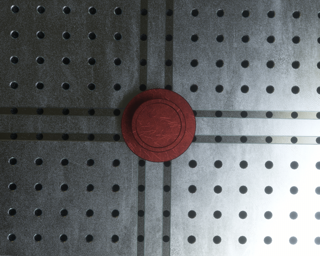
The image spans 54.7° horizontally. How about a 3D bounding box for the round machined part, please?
[{"bbox_3d":[-0.002,-0.003,0.404,0.099,0.042,0.097,0,90,-1],"label":"round machined part"}]
